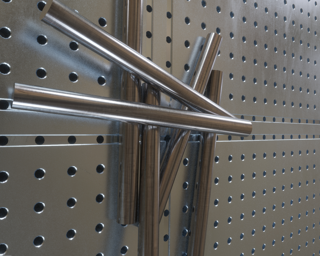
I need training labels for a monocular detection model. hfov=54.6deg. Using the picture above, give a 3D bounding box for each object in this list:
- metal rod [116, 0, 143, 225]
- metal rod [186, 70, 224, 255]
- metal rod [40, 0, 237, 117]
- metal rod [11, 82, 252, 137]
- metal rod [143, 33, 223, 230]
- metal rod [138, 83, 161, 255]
[{"bbox_3d":[-0.036,-0.036,0.377,0.025,0.025,0.298,2,89,-40],"label":"metal rod"},{"bbox_3d":[0.067,0.061,0.463,0.025,0.025,0.299,12,82,-39],"label":"metal rod"},{"bbox_3d":[0.003,-0.057,0.376,0.301,0.025,0.025,26,74,-37],"label":"metal rod"},{"bbox_3d":[-0.007,-0.015,0.364,0.302,0.025,0.025,7,86,-31],"label":"metal rod"},{"bbox_3d":[0.034,-0.004,0.436,0.025,0.025,0.300,32,70,-35],"label":"metal rod"},{"bbox_3d":[-0.013,0.092,0.375,0.025,0.025,0.299,9,78,-40],"label":"metal rod"}]
